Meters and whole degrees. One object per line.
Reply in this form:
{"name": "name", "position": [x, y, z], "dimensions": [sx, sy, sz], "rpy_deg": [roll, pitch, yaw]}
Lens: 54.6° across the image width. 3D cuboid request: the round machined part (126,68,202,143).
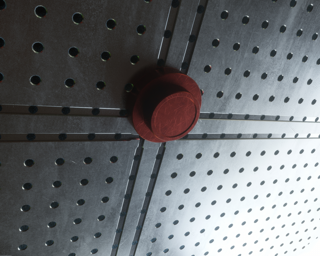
{"name": "round machined part", "position": [0.011, -0.023, 0.392], "dimensions": [0.099, 0.042, 0.097], "rpy_deg": [-14, 124, -21]}
